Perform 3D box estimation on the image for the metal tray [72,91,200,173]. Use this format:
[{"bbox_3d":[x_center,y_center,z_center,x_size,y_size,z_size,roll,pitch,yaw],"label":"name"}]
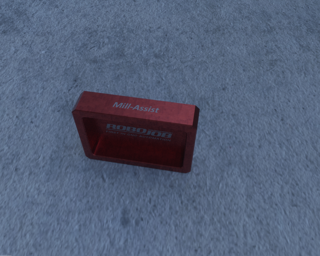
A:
[{"bbox_3d":[-0.025,0.007,0.354,0.131,0.089,0.030,8,51,6],"label":"metal tray"}]
